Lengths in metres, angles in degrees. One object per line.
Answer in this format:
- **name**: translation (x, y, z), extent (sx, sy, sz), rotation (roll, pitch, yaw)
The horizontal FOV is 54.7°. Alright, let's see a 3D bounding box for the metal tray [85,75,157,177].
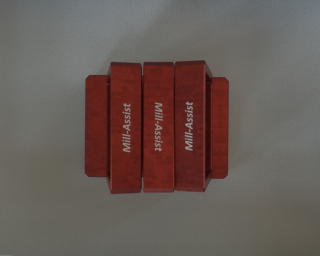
- **metal tray**: translation (-0.049, -0.002, 0.406), extent (0.091, 0.030, 0.129), rotation (1, 90, 0)

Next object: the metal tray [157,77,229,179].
- **metal tray**: translation (0.042, 0.000, 0.408), extent (0.091, 0.030, 0.129), rotation (1, 90, 0)

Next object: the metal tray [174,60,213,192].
- **metal tray**: translation (0.039, -0.002, 0.345), extent (0.030, 0.090, 0.129), rotation (0, 90, 14)

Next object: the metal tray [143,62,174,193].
- **metal tray**: translation (-0.001, 0.000, 0.346), extent (0.030, 0.090, 0.129), rotation (0, 88, 0)

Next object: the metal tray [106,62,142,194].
- **metal tray**: translation (-0.042, 0.000, 0.344), extent (0.030, 0.090, 0.129), rotation (0, 90, -13)
